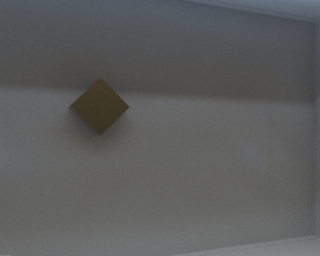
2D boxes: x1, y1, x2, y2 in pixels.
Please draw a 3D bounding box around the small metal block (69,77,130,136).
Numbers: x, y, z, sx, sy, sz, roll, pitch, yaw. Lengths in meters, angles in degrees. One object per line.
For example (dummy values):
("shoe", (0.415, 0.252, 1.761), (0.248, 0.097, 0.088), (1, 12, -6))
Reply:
("small metal block", (-0.075, -0.026, 0.383), (0.050, 0.025, 0.050), (47, 75, -15))
